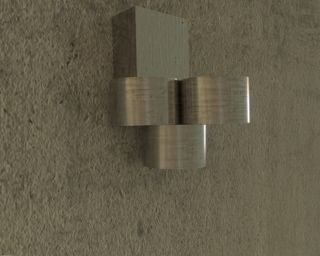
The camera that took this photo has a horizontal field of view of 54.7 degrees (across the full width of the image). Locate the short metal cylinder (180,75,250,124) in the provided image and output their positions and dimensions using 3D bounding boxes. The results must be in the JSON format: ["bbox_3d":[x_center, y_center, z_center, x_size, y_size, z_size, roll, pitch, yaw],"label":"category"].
[{"bbox_3d":[0.062,-0.030,0.358,0.081,0.080,0.050,-3,92,-40],"label":"short metal cylinder"}]

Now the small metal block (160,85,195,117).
[{"bbox_3d":[0.022,-0.030,0.411,0.025,0.050,0.050,1,89,-40],"label":"small metal block"}]

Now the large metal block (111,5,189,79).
[{"bbox_3d":[-0.011,-0.095,0.381,0.081,0.050,0.079,-2,92,-40],"label":"large metal block"}]

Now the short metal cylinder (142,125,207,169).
[{"bbox_3d":[0.018,0.021,0.386,0.081,0.080,0.050,-1,91,-40],"label":"short metal cylinder"}]

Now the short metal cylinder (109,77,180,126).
[{"bbox_3d":[-0.017,-0.029,0.356,0.081,0.080,0.050,-3,92,-40],"label":"short metal cylinder"}]
